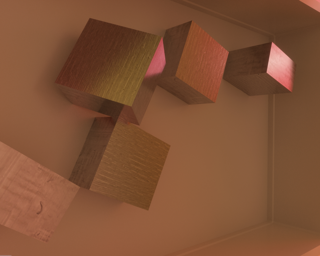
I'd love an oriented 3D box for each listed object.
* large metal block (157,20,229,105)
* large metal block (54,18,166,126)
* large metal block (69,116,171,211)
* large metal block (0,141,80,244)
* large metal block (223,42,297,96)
[{"bbox_3d":[0.042,-0.086,0.428,0.080,0.050,0.080,27,73,-37],"label":"large metal block"},{"bbox_3d":[-0.047,-0.058,0.324,0.050,0.080,0.080,77,33,-69],"label":"large metal block"},{"bbox_3d":[-0.044,0.040,0.355,0.080,0.050,0.080,31,71,-36],"label":"large metal block"},{"bbox_3d":[-0.130,0.049,0.263,0.080,0.080,0.050,41,65,-33],"label":"large metal block"},{"bbox_3d":[0.165,-0.093,0.512,0.080,0.080,0.050,22,76,-38],"label":"large metal block"}]
